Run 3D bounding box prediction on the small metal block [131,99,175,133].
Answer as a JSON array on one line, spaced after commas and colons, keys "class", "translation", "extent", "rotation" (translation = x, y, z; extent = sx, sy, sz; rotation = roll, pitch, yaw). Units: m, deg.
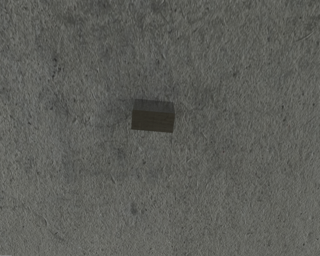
[{"class": "small metal block", "translation": [-0.009, -0.016, 0.391], "extent": [0.050, 0.050, 0.025], "rotation": [5, 110, -2]}]
